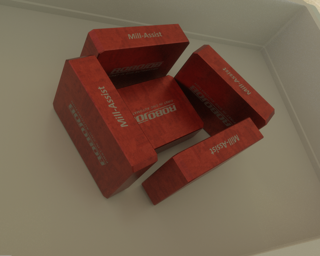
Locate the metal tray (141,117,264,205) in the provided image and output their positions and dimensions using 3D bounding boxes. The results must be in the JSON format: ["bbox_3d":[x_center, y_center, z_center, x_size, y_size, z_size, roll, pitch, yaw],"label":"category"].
[{"bbox_3d":[0.051,0.038,0.367,0.131,0.090,0.030,-23,74,-36],"label":"metal tray"}]

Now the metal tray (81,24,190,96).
[{"bbox_3d":[-0.036,-0.087,0.396,0.131,0.090,0.030,-17,71,-35],"label":"metal tray"}]

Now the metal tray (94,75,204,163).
[{"bbox_3d":[-0.016,-0.013,0.400,0.131,0.030,0.090,-22,74,-36],"label":"metal tray"}]

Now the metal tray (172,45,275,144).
[{"bbox_3d":[0.080,-0.039,0.431,0.130,0.090,0.030,45,52,3],"label":"metal tray"}]

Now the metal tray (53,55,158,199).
[{"bbox_3d":[-0.064,0.001,0.327,0.030,0.090,0.130,-23,75,-37],"label":"metal tray"}]
